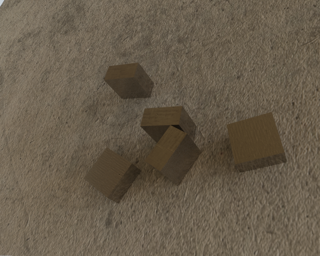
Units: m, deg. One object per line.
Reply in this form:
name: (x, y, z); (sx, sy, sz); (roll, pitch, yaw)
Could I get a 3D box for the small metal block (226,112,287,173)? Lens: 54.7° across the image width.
small metal block: (0.105, 0.016, 0.339); (0.050, 0.025, 0.050); (-17, 55, 18)

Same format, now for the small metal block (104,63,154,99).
small metal block: (-0.044, -0.067, 0.452); (0.050, 0.050, 0.025); (-1, 62, 28)

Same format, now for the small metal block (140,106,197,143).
small metal block: (0.012, -0.002, 0.383); (0.050, 0.050, 0.025); (-2, 61, 27)

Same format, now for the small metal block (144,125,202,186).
small metal block: (0.017, 0.033, 0.359); (0.025, 0.050, 0.050); (28, 77, 37)

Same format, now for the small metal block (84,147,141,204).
small metal block: (-0.061, 0.060, 0.399); (0.050, 0.025, 0.050); (27, 76, 37)
